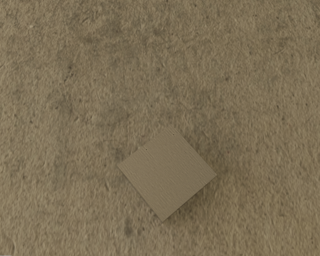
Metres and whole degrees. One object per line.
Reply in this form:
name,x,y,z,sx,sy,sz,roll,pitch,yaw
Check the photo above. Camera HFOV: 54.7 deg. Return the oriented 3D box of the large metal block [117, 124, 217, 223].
large metal block,0.008,0.056,0.374,0.080,0.050,0.080,-38,75,-13
